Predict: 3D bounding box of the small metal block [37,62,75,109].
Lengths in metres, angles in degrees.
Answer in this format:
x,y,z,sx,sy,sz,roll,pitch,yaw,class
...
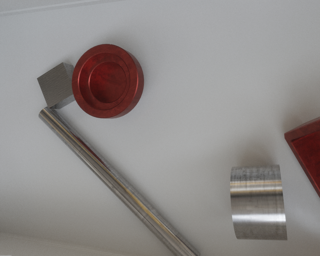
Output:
x,y,z,sx,sy,sz,roll,pitch,yaw,class
-0.147,-0.062,0.461,0.050,0.025,0.050,-26,82,17,small metal block

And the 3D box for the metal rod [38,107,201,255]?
x,y,z,sx,sy,sz,roll,pitch,yaw,class
-0.065,0.073,0.432,0.300,0.025,0.025,42,103,15,metal rod

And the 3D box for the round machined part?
x,y,z,sx,sy,sz,roll,pitch,yaw,class
-0.067,-0.061,0.424,0.098,0.042,0.097,0,90,19,round machined part

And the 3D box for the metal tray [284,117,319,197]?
x,y,z,sx,sy,sz,roll,pitch,yaw,class
0.186,0.050,0.308,0.030,0.090,0.130,-27,81,-5,metal tray

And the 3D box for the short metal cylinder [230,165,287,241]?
x,y,z,sx,sy,sz,roll,pitch,yaw,class
0.110,0.082,0.343,0.050,0.080,0.080,-6,88,20,short metal cylinder
